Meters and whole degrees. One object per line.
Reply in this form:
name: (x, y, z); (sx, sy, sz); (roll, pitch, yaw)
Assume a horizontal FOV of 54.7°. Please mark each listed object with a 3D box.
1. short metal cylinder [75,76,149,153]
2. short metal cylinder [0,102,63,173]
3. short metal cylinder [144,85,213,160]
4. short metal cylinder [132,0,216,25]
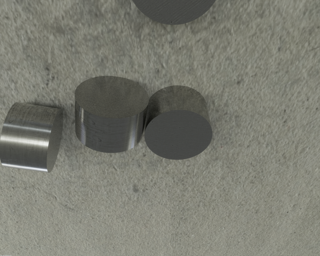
short metal cylinder: (-0.056, -0.017, 0.356); (0.081, 0.080, 0.050); (7, 130, -6)
short metal cylinder: (-0.154, 0.012, 0.379); (0.050, 0.080, 0.079); (9, 130, -8)
short metal cylinder: (0.022, -0.006, 0.386); (0.081, 0.050, 0.079); (0, 130, 0)
short metal cylinder: (0.012, -0.139, 0.272); (0.081, 0.050, 0.079); (0, 130, 0)
